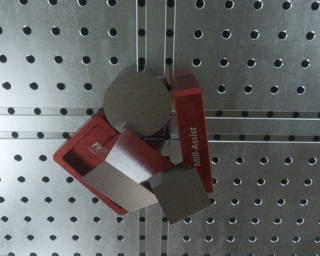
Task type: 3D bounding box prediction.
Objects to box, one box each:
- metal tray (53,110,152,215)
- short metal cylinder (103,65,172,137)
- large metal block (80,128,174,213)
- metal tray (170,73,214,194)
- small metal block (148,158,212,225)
[{"bbox_3d":[-0.066,0.050,0.427,0.090,0.030,0.130,-41,106,13],"label":"metal tray"},{"bbox_3d":[-0.026,-0.035,0.387,0.081,0.050,0.079,0,110,-1],"label":"short metal cylinder"},{"bbox_3d":[-0.040,0.056,0.387,0.080,0.050,0.080,38,141,-14],"label":"large metal block"},{"bbox_3d":[0.038,0.006,0.381,0.030,0.090,0.129,-9,110,3],"label":"metal tray"},{"bbox_3d":[0.022,0.069,0.339,0.050,0.025,0.050,-26,109,-3],"label":"small metal block"}]
